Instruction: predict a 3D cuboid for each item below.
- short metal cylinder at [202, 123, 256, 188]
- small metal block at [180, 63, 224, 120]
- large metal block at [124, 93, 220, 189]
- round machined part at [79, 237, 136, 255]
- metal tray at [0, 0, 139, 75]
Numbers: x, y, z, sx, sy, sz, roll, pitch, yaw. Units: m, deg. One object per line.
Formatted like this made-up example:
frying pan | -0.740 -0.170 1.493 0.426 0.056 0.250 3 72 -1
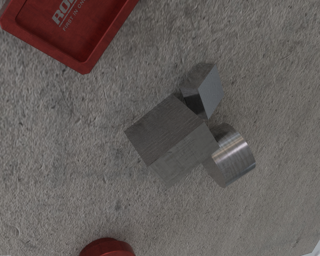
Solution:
short metal cylinder | 0.091 0.039 0.445 0.050 0.080 0.080 -31 129 -8
small metal block | 0.055 -0.047 0.394 0.050 0.025 0.050 -54 136 -31
large metal block | 0.013 0.014 0.387 0.080 0.080 0.050 -39 130 -2
round machined part | -0.087 0.209 0.478 0.099 0.042 0.097 -14 124 -21
metal tray | -0.073 -0.126 0.285 0.090 0.030 0.130 29 102 -38
